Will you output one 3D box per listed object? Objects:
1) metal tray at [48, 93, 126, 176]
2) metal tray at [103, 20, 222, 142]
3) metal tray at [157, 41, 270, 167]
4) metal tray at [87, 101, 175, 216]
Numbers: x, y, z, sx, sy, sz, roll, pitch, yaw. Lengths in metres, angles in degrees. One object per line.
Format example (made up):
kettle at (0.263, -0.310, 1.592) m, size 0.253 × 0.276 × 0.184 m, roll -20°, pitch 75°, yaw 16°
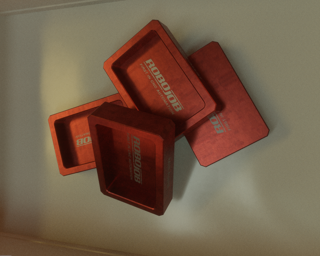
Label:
metal tray at (-0.088, 0.010, 0.437) m, size 0.130 × 0.030 × 0.090 m, roll -16°, pitch 85°, yaw 19°
metal tray at (0.001, -0.051, 0.374) m, size 0.090 × 0.030 × 0.130 m, roll -36°, pitch 79°, yaw 19°
metal tray at (0.064, -0.029, 0.385) m, size 0.090 × 0.030 × 0.130 m, roll -30°, pitch 81°, yaw 17°
metal tray at (-0.031, 0.039, 0.364) m, size 0.090 × 0.030 × 0.129 m, roll 16°, pitch 131°, yaw 19°
